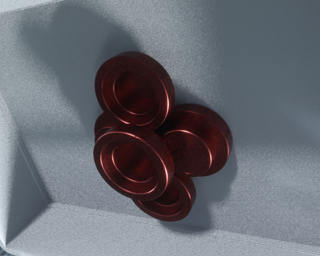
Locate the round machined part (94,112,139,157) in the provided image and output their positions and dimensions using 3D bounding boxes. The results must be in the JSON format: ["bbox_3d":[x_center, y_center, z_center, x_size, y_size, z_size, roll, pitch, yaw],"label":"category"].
[{"bbox_3d":[-0.051,0.019,0.432,0.098,0.042,0.097,13,124,20],"label":"round machined part"}]

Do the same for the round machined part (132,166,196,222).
[{"bbox_3d":[0.005,0.082,0.442,0.098,0.042,0.097,13,124,20],"label":"round machined part"}]

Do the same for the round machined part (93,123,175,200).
[{"bbox_3d":[-0.028,0.037,0.376,0.098,0.042,0.097,13,124,20],"label":"round machined part"}]

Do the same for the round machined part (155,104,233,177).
[{"bbox_3d":[0.037,0.022,0.388,0.098,0.042,0.097,13,124,20],"label":"round machined part"}]

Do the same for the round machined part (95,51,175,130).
[{"bbox_3d":[-0.027,-0.046,0.379,0.098,0.042,0.097,13,124,20],"label":"round machined part"}]
